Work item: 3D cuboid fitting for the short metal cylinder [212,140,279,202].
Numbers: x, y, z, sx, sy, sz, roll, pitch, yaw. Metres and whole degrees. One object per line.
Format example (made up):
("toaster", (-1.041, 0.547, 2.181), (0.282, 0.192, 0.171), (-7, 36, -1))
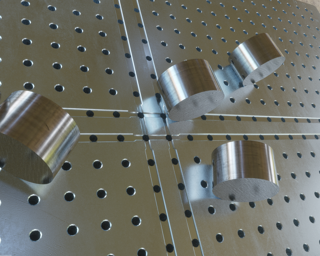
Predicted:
("short metal cylinder", (0.107, 0.058, 0.398), (0.081, 0.080, 0.050), (17, 55, -19))

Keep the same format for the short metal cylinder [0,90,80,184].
("short metal cylinder", (-0.126, 0.010, 0.299), (0.080, 0.080, 0.050), (31, 52, -8))

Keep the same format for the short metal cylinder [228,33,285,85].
("short metal cylinder", (0.167, -0.118, 0.537), (0.081, 0.080, 0.050), (-16, 70, -35))

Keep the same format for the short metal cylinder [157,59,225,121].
("short metal cylinder", (0.042, -0.051, 0.428), (0.081, 0.080, 0.050), (-6, 65, -31))
